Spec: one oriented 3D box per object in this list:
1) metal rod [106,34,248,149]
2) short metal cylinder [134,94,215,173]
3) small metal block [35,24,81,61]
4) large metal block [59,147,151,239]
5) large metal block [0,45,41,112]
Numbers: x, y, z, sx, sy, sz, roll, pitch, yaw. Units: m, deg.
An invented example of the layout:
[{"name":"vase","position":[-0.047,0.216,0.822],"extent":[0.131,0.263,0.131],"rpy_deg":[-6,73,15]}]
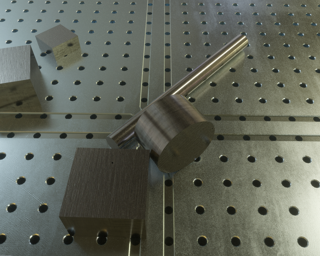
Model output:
[{"name":"metal rod","position":[0.041,-0.065,0.462],"extent":[0.025,0.025,0.302],"rpy_deg":[35,58,25]},{"name":"short metal cylinder","position":[0.017,0.007,0.366],"extent":[0.081,0.080,0.050],"rpy_deg":[-27,55,-21]},{"name":"small metal block","position":[-0.174,-0.147,0.529],"extent":[0.050,0.025,0.050],"rpy_deg":[36,59,26]},{"name":"large metal block","position":[-0.053,0.069,0.333],"extent":[0.081,0.050,0.080],"rpy_deg":[2,50,1]},{"name":"large metal block","position":[-0.222,-0.071,0.448],"extent":[0.081,0.050,0.080],"rpy_deg":[-11,51,-10]}]
